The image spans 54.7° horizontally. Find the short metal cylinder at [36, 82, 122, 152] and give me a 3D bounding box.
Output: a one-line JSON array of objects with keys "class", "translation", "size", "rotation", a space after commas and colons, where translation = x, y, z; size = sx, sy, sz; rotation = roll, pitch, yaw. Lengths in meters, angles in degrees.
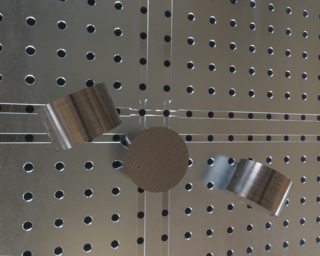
[{"class": "short metal cylinder", "translation": [-0.090, -0.013, 0.351], "size": [0.081, 0.080, 0.050], "rotation": [-26, 99, -18]}]

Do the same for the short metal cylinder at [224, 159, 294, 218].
[{"class": "short metal cylinder", "translation": [0.139, 0.084, 0.436], "size": [0.080, 0.080, 0.050], "rotation": [32, 80, -18]}]

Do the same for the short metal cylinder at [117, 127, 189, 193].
[{"class": "short metal cylinder", "translation": [-0.010, 0.038, 0.397], "size": [0.081, 0.050, 0.079], "rotation": [0, 90, -20]}]
